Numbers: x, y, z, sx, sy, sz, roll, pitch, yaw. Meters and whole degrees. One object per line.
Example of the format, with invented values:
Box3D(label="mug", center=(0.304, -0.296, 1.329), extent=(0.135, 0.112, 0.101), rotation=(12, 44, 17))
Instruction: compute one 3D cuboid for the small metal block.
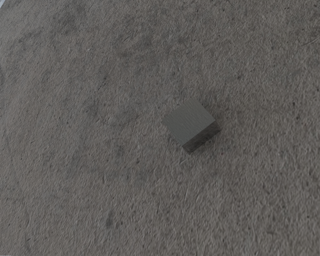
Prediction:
Box3D(label="small metal block", center=(0.039, -0.004, 0.387), extent=(0.050, 0.025, 0.050), rotation=(-38, 51, 3))
